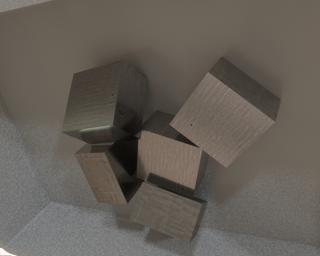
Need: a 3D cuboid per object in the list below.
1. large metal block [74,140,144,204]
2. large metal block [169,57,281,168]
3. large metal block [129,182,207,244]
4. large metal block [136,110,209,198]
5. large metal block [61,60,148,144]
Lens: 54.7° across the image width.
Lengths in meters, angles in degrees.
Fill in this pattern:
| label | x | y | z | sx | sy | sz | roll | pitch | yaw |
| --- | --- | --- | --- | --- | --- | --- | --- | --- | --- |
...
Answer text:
| label | x | y | z | sx | sy | sz | roll | pitch | yaw |
| --- | --- | --- | --- | --- | --- | --- | --- | --- | --- |
| large metal block | -0.059 | 0.047 | 0.430 | 0.050 | 0.080 | 0.080 | -6 | 116 | 30 |
| large metal block | 0.071 | -0.017 | 0.342 | 0.080 | 0.050 | 0.080 | 37 | 129 | 2 |
| large metal block | 0.015 | 0.112 | 0.423 | 0.080 | 0.080 | 0.050 | 17 | 83 | 16 |
| large metal block | 0.018 | 0.033 | 0.401 | 0.080 | 0.050 | 0.079 | 18 | 125 | 17 |
| large metal block | -0.066 | -0.028 | 0.380 | 0.080 | 0.080 | 0.050 | -7 | 157 | 32 |
